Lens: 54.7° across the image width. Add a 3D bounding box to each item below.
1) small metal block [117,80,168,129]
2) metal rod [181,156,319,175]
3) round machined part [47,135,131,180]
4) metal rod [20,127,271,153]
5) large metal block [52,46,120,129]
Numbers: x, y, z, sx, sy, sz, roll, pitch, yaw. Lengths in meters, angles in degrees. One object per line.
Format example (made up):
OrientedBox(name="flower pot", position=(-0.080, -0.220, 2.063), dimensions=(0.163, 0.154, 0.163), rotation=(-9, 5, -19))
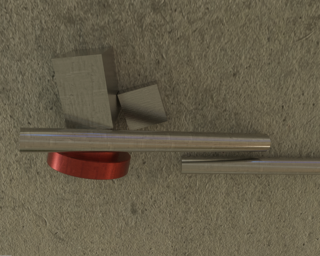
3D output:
OrientedBox(name="small metal block", position=(-0.021, -0.029, 0.399), dimensions=(0.050, 0.025, 0.050), rotation=(-15, 110, 5))
OrientedBox(name="metal rod", position=(0.180, 0.052, 0.431), dimensions=(0.302, 0.025, 0.025), rotation=(1, 110, -1))
OrientedBox(name="round machined part", position=(-0.084, 0.026, 0.381), dimensions=(0.099, 0.098, 0.042), rotation=(11, 98, -5))
OrientedBox(name="metal rod", position=(0.002, 0.016, 0.362), dimensions=(0.303, 0.025, 0.025), rotation=(2, 112, -23))
OrientedBox(name="large metal block", position=(-0.080, -0.048, 0.361), dimensions=(0.050, 0.080, 0.079), rotation=(-5, 110, 2))
